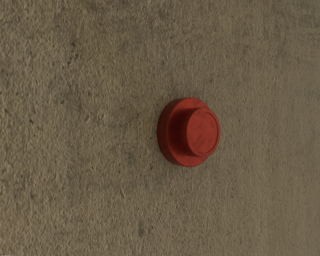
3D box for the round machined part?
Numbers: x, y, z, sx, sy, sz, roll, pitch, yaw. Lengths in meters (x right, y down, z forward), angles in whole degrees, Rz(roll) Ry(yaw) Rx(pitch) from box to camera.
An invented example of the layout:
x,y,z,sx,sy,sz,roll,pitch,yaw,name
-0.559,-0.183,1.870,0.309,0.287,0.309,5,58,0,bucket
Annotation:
x,y,z,sx,sy,sz,roll,pitch,yaw,name
0.047,0.006,0.432,0.099,0.042,0.097,0,90,-40,round machined part
